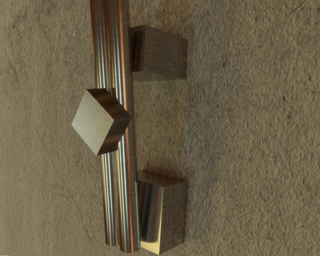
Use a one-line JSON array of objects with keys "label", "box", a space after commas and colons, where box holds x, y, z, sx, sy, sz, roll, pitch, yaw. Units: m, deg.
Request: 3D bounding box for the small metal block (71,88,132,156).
[{"label": "small metal block", "box": [-0.063, -0.007, 0.331, 0.050, 0.025, 0.050, 46, 123, 24]}]

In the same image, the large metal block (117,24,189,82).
[{"label": "large metal block", "box": [-0.021, -0.089, 0.389, 0.080, 0.081, 0.050, 5, 93, 40]}]

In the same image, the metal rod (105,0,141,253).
[{"label": "metal rod", "box": [-0.040, -0.007, 0.345, 0.025, 0.025, 0.298, 4, 100, 40]}]

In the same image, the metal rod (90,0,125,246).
[{"label": "metal rod", "box": [-0.060, -0.009, 0.361, 0.025, 0.025, 0.298, 4, 100, 40]}]

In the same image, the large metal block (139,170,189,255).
[{"label": "large metal block", "box": [-0.013, 0.103, 0.400, 0.080, 0.050, 0.079, 6, 94, 39]}]
